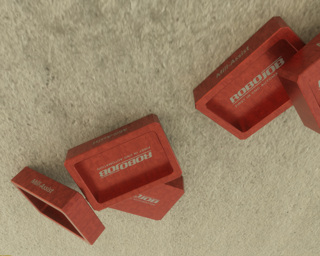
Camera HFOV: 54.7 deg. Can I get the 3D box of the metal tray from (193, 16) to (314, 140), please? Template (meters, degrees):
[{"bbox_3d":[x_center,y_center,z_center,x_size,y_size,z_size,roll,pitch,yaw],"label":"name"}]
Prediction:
[{"bbox_3d":[0.114,-0.051,0.362,0.090,0.030,0.129,32,123,-25],"label":"metal tray"}]

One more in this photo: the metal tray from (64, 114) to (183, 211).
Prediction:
[{"bbox_3d":[-0.047,0.047,0.413,0.131,0.030,0.090,-23,116,2],"label":"metal tray"}]

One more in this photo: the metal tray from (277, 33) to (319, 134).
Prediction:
[{"bbox_3d":[0.194,-0.065,0.317,0.130,0.030,0.090,-41,121,1],"label":"metal tray"}]

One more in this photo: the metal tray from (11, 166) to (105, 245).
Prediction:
[{"bbox_3d":[-0.149,0.111,0.451,0.130,0.030,0.090,14,140,35],"label":"metal tray"}]

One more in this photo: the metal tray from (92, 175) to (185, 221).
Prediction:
[{"bbox_3d":[-0.039,0.095,0.484,0.131,0.030,0.089,20,127,-17],"label":"metal tray"}]
